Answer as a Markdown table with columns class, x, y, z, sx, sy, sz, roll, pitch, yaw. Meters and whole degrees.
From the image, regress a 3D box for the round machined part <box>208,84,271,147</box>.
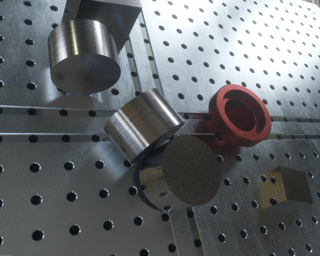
| class | x | y | z | sx | sy | sz | roll | pitch | yaw |
| --- | --- | --- | --- | --- | --- | --- | --- | --- | --- |
| round machined part | 0.115 | -0.015 | 0.468 | 0.099 | 0.042 | 0.098 | 14 | 56 | -21 |

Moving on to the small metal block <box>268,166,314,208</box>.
| class | x | y | z | sx | sy | sz | roll | pitch | yaw |
| --- | --- | --- | --- | --- | --- | --- | --- | --- | --- |
| small metal block | 0.192 | 0.088 | 0.457 | 0.050 | 0.025 | 0.050 | 13 | 56 | -21 |

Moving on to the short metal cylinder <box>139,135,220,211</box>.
| class | x | y | z | sx | sy | sz | roll | pitch | yaw |
| --- | --- | --- | --- | --- | --- | --- | --- | --- | --- |
| short metal cylinder | 0.023 | 0.054 | 0.363 | 0.081 | 0.050 | 0.080 | 14 | 63 | -29 |

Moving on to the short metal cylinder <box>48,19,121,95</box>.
| class | x | y | z | sx | sy | sz | roll | pitch | yaw |
| --- | --- | --- | --- | --- | --- | --- | --- | --- | --- |
| short metal cylinder | -0.091 | -0.083 | 0.374 | 0.081 | 0.080 | 0.050 | 0 | 62 | -28 |

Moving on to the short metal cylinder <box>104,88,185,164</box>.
| class | x | y | z | sx | sy | sz | roll | pitch | yaw |
| --- | --- | --- | --- | --- | --- | --- | --- | --- | --- |
| short metal cylinder | -0.018 | -0.002 | 0.364 | 0.081 | 0.080 | 0.050 | -32 | 80 | -38 |

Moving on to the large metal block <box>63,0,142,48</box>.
| class | x | y | z | sx | sy | sz | roll | pitch | yaw |
| --- | --- | --- | --- | --- | --- | --- | --- | --- | --- |
| large metal block | -0.082 | -0.158 | 0.425 | 0.081 | 0.080 | 0.050 | -4 | 64 | -30 |
